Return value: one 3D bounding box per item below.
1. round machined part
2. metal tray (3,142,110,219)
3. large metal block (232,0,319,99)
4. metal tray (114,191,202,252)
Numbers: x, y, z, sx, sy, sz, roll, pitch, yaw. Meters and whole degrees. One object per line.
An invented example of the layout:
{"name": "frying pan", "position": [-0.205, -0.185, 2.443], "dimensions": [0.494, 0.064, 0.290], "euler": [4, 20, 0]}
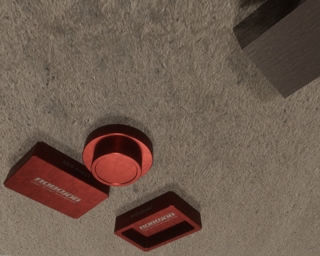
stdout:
{"name": "round machined part", "position": [-0.059, 0.045, 0.433], "dimensions": [0.099, 0.042, 0.097], "euler": [-1, 130, 0]}
{"name": "metal tray", "position": [-0.154, 0.084, 0.474], "dimensions": [0.130, 0.030, 0.090], "euler": [36, 121, -27]}
{"name": "large metal block", "position": [0.135, -0.090, 0.316], "dimensions": [0.080, 0.050, 0.080], "euler": [-37, 122, 26]}
{"name": "metal tray", "position": [-0.004, 0.169, 0.547], "dimensions": [0.130, 0.030, 0.090], "euler": [-31, 124, 23]}
